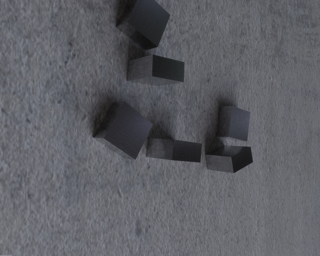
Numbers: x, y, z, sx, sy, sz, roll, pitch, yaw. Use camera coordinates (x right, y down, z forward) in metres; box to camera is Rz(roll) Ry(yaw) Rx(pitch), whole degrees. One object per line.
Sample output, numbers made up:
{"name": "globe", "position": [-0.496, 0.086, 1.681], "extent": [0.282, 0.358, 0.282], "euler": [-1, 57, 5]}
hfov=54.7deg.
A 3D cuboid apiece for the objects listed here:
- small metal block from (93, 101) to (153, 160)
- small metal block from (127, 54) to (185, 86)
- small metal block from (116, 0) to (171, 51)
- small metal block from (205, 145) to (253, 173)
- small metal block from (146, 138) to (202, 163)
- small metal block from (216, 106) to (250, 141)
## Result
{"name": "small metal block", "position": [-0.043, 0.003, 0.370], "extent": [0.050, 0.025, 0.050], "euler": [39, 66, -33]}
{"name": "small metal block", "position": [-0.005, -0.070, 0.386], "extent": [0.050, 0.050, 0.025], "euler": [3, 88, -40]}
{"name": "small metal block", "position": [-0.020, -0.135, 0.389], "extent": [0.050, 0.025, 0.050], "euler": [32, 70, -36]}
{"name": "small metal block", "position": [0.107, 0.047, 0.481], "extent": [0.050, 0.050, 0.025], "euler": [-19, 102, -39]}
{"name": "small metal block", "position": [0.018, 0.029, 0.406], "extent": [0.050, 0.050, 0.025], "euler": [10, 84, -40]}
{"name": "small metal block", "position": [0.121, -0.006, 0.509], "extent": [0.050, 0.025, 0.050], "euler": [13, 82, -40]}
